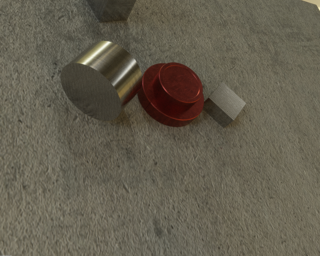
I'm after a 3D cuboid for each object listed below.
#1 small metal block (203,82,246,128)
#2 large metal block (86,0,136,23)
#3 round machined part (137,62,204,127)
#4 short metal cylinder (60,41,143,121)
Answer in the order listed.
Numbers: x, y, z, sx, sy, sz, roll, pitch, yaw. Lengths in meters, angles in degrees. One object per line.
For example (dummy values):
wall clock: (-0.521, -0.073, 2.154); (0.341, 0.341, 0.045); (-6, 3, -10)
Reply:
small metal block: (0.098, -0.036, 0.481); (0.050, 0.025, 0.050); (43, 51, 1)
large metal block: (-0.075, -0.219, 0.463); (0.050, 0.080, 0.080); (-20, 73, -36)
round machined part: (0.021, -0.054, 0.439); (0.099, 0.042, 0.098); (14, 56, -21)
short metal cylinder: (-0.068, -0.055, 0.366); (0.080, 0.080, 0.050); (37, 51, -4)
